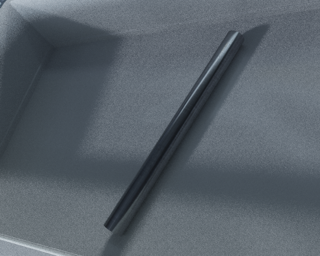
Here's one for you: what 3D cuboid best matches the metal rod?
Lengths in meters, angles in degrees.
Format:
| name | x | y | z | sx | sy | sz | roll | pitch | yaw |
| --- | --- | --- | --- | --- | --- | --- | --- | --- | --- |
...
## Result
| name | x | y | z | sx | sy | sz | roll | pitch | yaw |
| --- | --- | --- | --- | --- | --- | --- | --- | --- | --- |
| metal rod | 0.025 | -0.003 | 0.393 | 0.025 | 0.025 | 0.300 | 24 | 74 | 36 |
